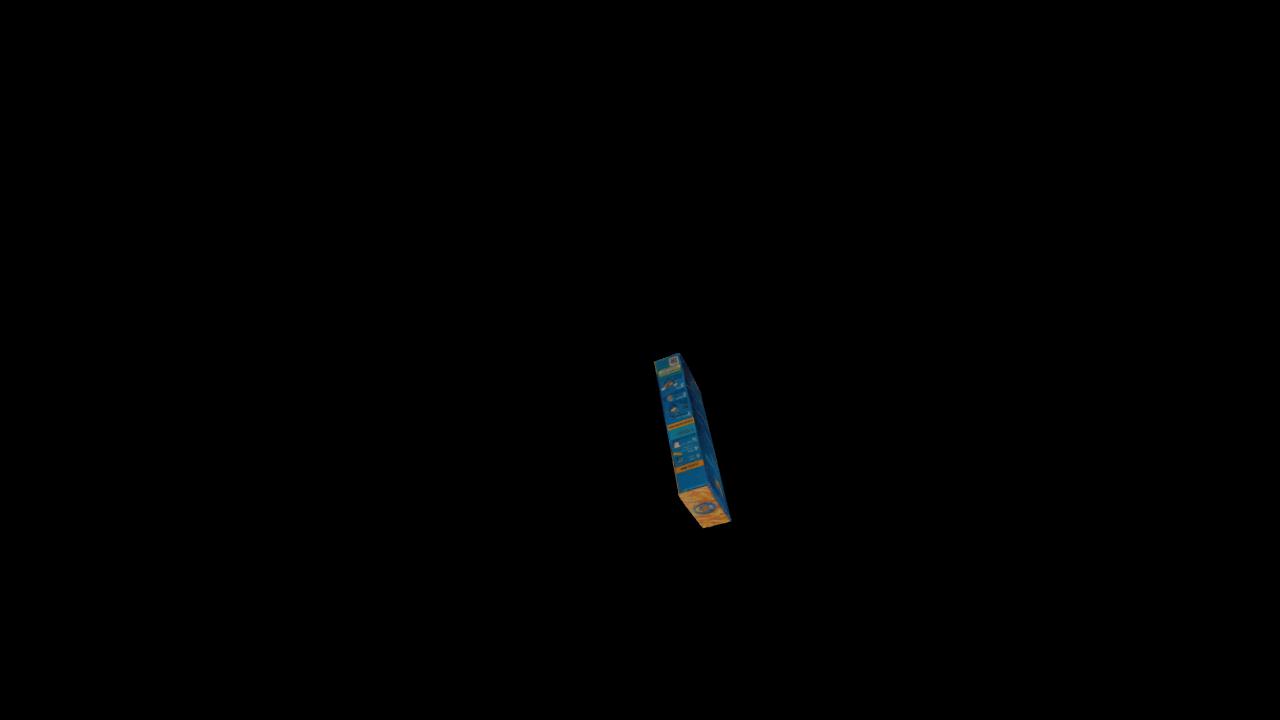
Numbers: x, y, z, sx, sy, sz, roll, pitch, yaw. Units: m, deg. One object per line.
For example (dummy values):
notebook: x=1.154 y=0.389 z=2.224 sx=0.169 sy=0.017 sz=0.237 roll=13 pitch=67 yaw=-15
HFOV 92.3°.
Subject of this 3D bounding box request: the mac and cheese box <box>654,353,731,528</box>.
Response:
mac and cheese box: x=0.059 y=0.090 z=0.715 sx=0.041 sy=0.184 sz=0.093 roll=-18 pitch=-43 yaw=11
